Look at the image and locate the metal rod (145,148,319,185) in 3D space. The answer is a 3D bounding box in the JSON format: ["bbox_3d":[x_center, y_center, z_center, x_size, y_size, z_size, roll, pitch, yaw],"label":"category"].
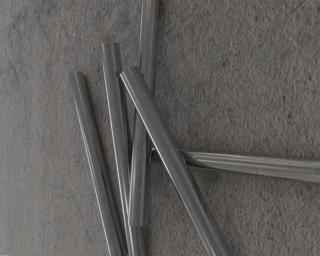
[{"bbox_3d":[0.062,0.038,0.353,0.300,0.025,0.025,1,91,40],"label":"metal rod"}]

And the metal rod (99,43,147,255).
[{"bbox_3d":[-0.047,0.041,0.410,0.025,0.025,0.298,0,100,40],"label":"metal rod"}]

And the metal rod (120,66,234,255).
[{"bbox_3d":[0.028,0.063,0.353,0.025,0.025,0.299,-33,78,35],"label":"metal rod"}]

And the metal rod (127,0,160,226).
[{"bbox_3d":[-0.020,-0.030,0.397,0.025,0.025,0.298,-3,81,40],"label":"metal rod"}]

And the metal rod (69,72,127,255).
[{"bbox_3d":[-0.100,0.051,0.488,0.025,0.025,0.299,-26,74,37],"label":"metal rod"}]
